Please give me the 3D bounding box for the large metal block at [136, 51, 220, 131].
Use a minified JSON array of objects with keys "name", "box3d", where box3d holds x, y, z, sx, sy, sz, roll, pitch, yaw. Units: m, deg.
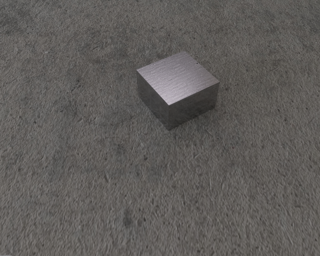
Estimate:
[{"name":"large metal block","box3d":[0.023,-0.054,0.433,0.080,0.050,0.080,-26,55,-20]}]
